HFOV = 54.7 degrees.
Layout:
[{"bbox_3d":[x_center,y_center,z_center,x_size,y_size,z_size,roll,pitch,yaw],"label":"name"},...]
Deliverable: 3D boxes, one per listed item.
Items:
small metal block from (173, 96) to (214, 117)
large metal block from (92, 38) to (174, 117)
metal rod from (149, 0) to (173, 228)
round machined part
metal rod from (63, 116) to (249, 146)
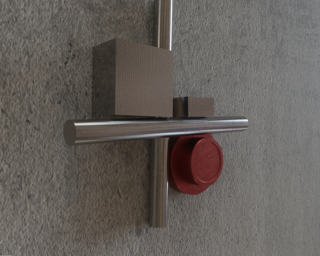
[{"bbox_3d":[0.038,-0.028,0.425,0.050,0.050,0.025,-2,92,-40],"label":"small metal block"},{"bbox_3d":[-0.031,-0.053,0.364,0.081,0.050,0.079,1,90,-40],"label":"large metal block"},{"bbox_3d":[0.001,-0.022,0.409,0.025,0.025,0.298,2,89,-40],"label":"metal rod"},{"bbox_3d":[0.053,0.047,0.441,0.099,0.042,0.097,0,90,-40],"label":"round machined part"},{"bbox_3d":[0.024,-0.001,0.396,0.302,0.025,0.025,-3,92,-44],"label":"metal rod"}]
